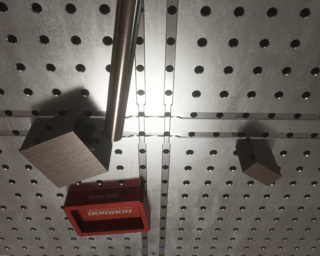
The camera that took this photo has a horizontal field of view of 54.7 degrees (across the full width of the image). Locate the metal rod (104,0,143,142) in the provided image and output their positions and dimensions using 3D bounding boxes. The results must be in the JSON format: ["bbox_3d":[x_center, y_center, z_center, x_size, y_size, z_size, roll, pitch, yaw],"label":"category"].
[{"bbox_3d":[-0.035,-0.101,0.324,0.025,0.025,0.298,8,130,-7],"label":"metal rod"}]

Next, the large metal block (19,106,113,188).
[{"bbox_3d":[-0.122,0.028,0.417,0.080,0.050,0.080,-20,128,15],"label":"large metal block"}]

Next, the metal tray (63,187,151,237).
[{"bbox_3d":[-0.087,0.145,0.530,0.131,0.030,0.089,-6,130,4],"label":"metal tray"}]

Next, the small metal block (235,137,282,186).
[{"bbox_3d":[0.138,0.047,0.438,0.050,0.050,0.025,29,124,-23],"label":"small metal block"}]
